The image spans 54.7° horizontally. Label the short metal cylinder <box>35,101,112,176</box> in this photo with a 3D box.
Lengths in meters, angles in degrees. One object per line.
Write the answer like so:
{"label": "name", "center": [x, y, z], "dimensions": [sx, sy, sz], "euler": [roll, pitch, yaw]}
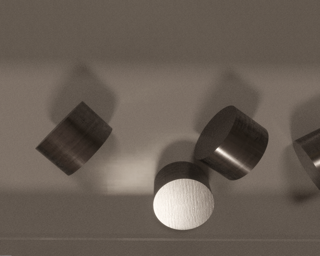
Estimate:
{"label": "short metal cylinder", "center": [-0.106, 0.012, 0.385], "dimensions": [0.080, 0.080, 0.050], "euler": [-41, 105, 13]}

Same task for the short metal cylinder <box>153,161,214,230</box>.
{"label": "short metal cylinder", "center": [0.031, 0.093, 0.433], "dimensions": [0.081, 0.050, 0.079], "euler": [0, 110, -1]}

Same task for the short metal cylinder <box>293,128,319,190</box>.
{"label": "short metal cylinder", "center": [0.217, 0.041, 0.400], "dimensions": [0.050, 0.080, 0.080], "euler": [-29, 108, 10]}

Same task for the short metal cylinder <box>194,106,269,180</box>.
{"label": "short metal cylinder", "center": [0.088, 0.019, 0.390], "dimensions": [0.050, 0.080, 0.080], "euler": [34, 106, -12]}
